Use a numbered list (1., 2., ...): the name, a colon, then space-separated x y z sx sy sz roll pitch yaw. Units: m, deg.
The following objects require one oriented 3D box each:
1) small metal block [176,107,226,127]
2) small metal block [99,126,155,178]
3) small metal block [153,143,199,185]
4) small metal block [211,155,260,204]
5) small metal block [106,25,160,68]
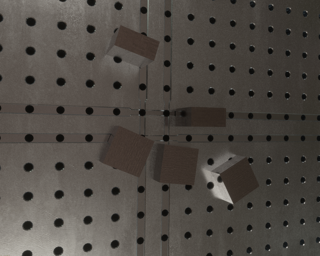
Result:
1. small metal block: 0.054 -0.014 0.421 0.050 0.050 0.025 1 90 -20
2. small metal block: -0.043 0.030 0.398 0.050 0.025 0.050 25 82 -19
3. small metal block: 0.022 0.049 0.422 0.050 0.025 0.050 9 87 -20
4. small metal block: 0.110 0.075 0.455 0.050 0.025 0.050 -29 100 -18
5. small metal block: -0.035 -0.100 0.387 0.050 0.050 0.025 18 84 -20
